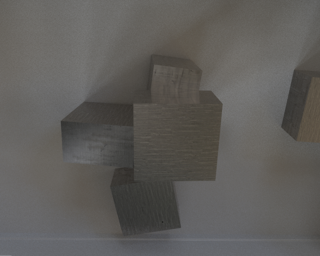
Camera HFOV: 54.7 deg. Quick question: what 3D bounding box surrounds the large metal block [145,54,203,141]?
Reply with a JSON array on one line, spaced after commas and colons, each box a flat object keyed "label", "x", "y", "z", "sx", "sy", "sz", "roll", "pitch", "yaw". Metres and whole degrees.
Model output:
[{"label": "large metal block", "x": 0.011, "y": -0.039, "z": 0.367, "sx": 0.050, "sy": 0.080, "sz": 0.079, "roll": 6, "pitch": 110, "yaw": -6}]

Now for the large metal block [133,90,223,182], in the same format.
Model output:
[{"label": "large metal block", "x": 0.014, "y": 0.007, "z": 0.314, "sx": 0.081, "sy": 0.050, "sz": 0.079, "roll": 0, "pitch": 111, "yaw": -4}]

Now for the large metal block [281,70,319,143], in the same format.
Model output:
[{"label": "large metal block", "x": 0.210, "y": -0.027, "z": 0.391, "sx": 0.081, "sy": 0.050, "sz": 0.079, "roll": 4, "pitch": 110, "yaw": -2}]

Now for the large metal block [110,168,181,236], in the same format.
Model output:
[{"label": "large metal block", "x": -0.018, "y": 0.097, "z": 0.434, "sx": 0.080, "sy": 0.050, "sz": 0.079, "roll": -9, "pitch": 110, "yaw": 3}]

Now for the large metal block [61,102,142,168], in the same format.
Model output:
[{"label": "large metal block", "x": -0.065, "y": 0.005, "z": 0.379, "sx": 0.080, "sy": 0.080, "sz": 0.050, "roll": 5, "pitch": 110, "yaw": 3}]
